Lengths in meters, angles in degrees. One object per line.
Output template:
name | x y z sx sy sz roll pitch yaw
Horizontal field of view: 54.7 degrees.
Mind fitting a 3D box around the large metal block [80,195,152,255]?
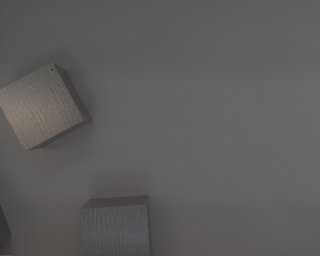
large metal block | -0.054 0.134 0.398 0.080 0.050 0.080 -4 90 0

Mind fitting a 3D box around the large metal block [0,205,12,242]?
large metal block | -0.240 0.116 0.382 0.050 0.080 0.080 -20 90 0

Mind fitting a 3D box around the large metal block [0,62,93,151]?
large metal block | -0.146 -0.026 0.398 0.080 0.050 0.080 -28 90 0
